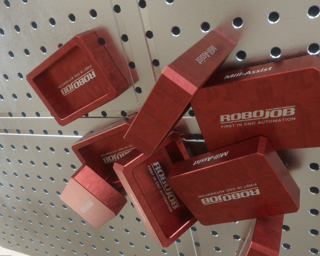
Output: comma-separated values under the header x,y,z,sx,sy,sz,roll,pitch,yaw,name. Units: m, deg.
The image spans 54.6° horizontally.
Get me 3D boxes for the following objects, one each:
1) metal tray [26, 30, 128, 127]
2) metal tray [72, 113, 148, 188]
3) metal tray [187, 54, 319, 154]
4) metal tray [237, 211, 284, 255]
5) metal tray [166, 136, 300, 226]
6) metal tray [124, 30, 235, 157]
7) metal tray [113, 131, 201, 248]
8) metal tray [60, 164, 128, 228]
x,y,z,sx,sy,sz,roll,pitch,yaw,name
-0.118,-0.064,0.431,0.130,0.030,0.090,-22,107,36,metal tray
-0.062,0.040,0.466,0.130,0.030,0.090,-20,108,35,metal tray
0.105,-0.019,0.333,0.130,0.030,0.090,-7,121,30,metal tray
0.123,0.162,0.404,0.030,0.090,0.129,19,126,16,metal tray
0.084,0.069,0.370,0.130,0.030,0.090,-23,113,37,metal tray
0.023,-0.038,0.308,0.030,0.131,0.089,37,129,4,metal tray
0.007,0.079,0.412,0.030,0.091,0.130,8,127,58,metal tray
-0.116,0.119,0.521,0.090,0.030,0.129,41,144,-2,metal tray
